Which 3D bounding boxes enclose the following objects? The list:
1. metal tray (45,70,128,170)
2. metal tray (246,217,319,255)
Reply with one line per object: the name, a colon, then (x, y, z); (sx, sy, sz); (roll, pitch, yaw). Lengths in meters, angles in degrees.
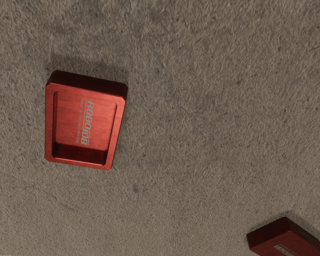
metal tray: (-0.097, -0.004, 0.398); (0.091, 0.030, 0.129); (10, 129, -10)
metal tray: (0.244, 0.227, 0.602); (0.130, 0.030, 0.090); (36, 121, -27)
